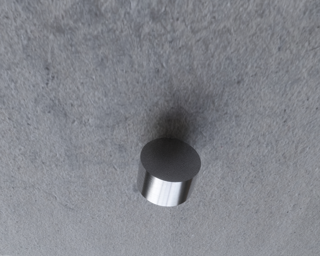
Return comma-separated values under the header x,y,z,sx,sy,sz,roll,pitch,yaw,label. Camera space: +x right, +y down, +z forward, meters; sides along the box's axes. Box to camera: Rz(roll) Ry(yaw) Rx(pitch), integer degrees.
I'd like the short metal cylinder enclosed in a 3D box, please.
x,y,z,sx,sy,sz,roll,pitch,yaw,label
0.011,0.059,0.421,0.081,0.080,0.050,6,130,-6,short metal cylinder
